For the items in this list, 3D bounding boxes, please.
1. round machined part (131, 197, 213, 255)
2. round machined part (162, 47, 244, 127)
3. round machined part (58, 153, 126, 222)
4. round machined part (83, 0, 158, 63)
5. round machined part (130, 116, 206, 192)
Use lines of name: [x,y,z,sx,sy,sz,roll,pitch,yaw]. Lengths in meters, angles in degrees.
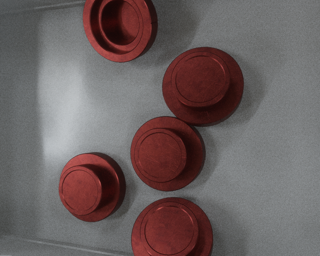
round machined part: [0.014,0.128,0.370,0.099,0.042,0.098,-5,53,7]
round machined part: [0.050,-0.053,0.373,0.098,0.042,0.097,-2,79,12]
round machined part: [-0.102,0.084,0.436,0.098,0.042,0.097,0,90,19]
round machined part: [-0.047,-0.139,0.405,0.098,0.042,0.097,10,117,20]
round machined part: [0.006,0.033,0.399,0.098,0.042,0.097,0,90,19]
